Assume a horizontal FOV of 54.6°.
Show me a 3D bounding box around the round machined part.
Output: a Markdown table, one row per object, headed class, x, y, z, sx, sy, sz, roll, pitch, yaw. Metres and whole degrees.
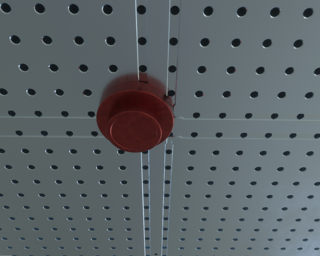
| class | x | y | z | sx | sy | sz | roll | pitch | yaw |
| --- | --- | --- | --- | --- | --- | --- | --- | --- | --- |
| round machined part | -0.032 | -0.006 | 0.394 | 0.099 | 0.042 | 0.097 | 0 | 130 | 1 |
